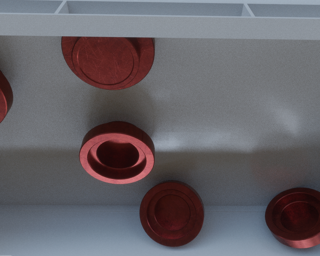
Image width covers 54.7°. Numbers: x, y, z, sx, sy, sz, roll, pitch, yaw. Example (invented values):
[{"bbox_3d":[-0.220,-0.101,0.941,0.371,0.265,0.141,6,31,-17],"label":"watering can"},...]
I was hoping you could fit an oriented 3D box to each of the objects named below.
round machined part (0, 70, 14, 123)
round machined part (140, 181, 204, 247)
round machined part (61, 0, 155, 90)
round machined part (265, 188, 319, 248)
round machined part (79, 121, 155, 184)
[{"bbox_3d":[-0.220,-0.047,0.356,0.099,0.042,0.097,0,130,0],"label":"round machined part"},{"bbox_3d":[0.021,0.131,0.487,0.098,0.042,0.097,0,89,11],"label":"round machined part"},{"bbox_3d":[-0.055,-0.081,0.329,0.099,0.042,0.097,0,130,0],"label":"round machined part"},{"bbox_3d":[0.220,0.144,0.483,0.098,0.098,0.042,-24,118,19],"label":"round machined part"},{"bbox_3d":[-0.056,0.029,0.422,0.099,0.042,0.097,0,130,0],"label":"round machined part"}]
